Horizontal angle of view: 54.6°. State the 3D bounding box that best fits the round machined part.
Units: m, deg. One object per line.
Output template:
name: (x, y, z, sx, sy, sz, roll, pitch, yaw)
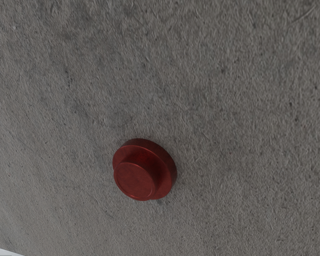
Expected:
round machined part: (-0.028, 0.067, 0.453, 0.098, 0.042, 0.097, 13, 124, 21)
